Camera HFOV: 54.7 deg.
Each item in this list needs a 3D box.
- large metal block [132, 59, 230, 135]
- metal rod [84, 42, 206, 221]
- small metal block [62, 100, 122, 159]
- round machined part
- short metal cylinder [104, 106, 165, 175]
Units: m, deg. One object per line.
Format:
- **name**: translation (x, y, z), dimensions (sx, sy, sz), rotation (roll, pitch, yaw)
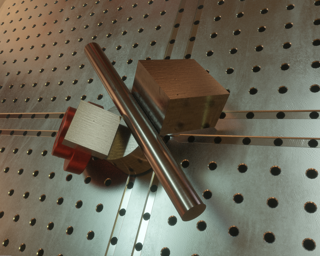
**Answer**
- **large metal block**: translation (0.021, -0.041, 0.373), dimensions (0.081, 0.050, 0.080), rotation (-8, 44, -30)
- **metal rod**: translation (-0.035, -0.021, 0.370), dimensions (0.025, 0.025, 0.300), rotation (-37, 51, 3)
- **small metal block**: translation (-0.079, 0.003, 0.360), dimensions (0.025, 0.050, 0.050), rotation (-34, 35, 61)
- **round machined part**: translation (-0.113, 0.010, 0.413), dimensions (0.097, 0.042, 0.098), rotation (-52, 27, 40)
- **short metal cylinder**: translation (-0.040, 0.014, 0.399), dimensions (0.080, 0.050, 0.080), rotation (-13, 56, 21)
